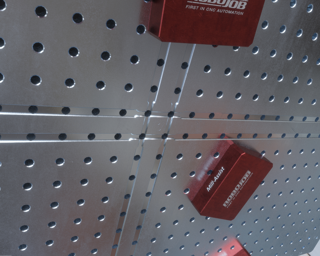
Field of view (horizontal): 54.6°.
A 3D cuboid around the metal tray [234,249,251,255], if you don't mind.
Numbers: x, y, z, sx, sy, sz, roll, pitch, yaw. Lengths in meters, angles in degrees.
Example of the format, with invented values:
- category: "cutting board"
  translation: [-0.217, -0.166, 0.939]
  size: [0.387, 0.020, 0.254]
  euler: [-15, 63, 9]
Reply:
- category: "metal tray"
  translation: [0.160, 0.342, 0.705]
  size: [0.130, 0.030, 0.090]
  euler: [-34, 129, -6]

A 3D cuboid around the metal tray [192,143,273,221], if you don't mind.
- category: "metal tray"
  translation: [0.125, 0.097, 0.535]
  size: [0.090, 0.030, 0.129]
  euler: [21, 107, -36]

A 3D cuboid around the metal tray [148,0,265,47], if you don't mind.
- category: "metal tray"
  translation: [0.057, -0.143, 0.350]
  size: [0.131, 0.030, 0.089]
  euler: [-4, 120, -26]
